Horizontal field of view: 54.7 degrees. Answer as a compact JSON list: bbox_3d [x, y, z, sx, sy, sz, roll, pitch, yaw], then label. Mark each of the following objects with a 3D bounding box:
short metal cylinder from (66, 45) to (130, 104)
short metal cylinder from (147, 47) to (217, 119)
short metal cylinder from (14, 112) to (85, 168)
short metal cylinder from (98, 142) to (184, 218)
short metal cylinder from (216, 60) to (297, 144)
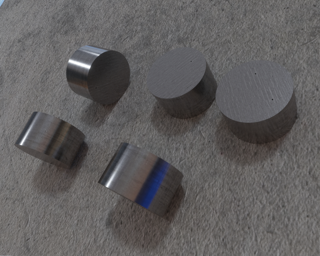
[{"bbox_3d":[-0.092,-0.080,0.466,0.050,0.080,0.080,22,74,36],"label":"short metal cylinder"},{"bbox_3d":[0.030,-0.059,0.408,0.080,0.050,0.080,-13,56,21],"label":"short metal cylinder"},{"bbox_3d":[-0.154,0.019,0.438,0.080,0.080,0.050,9,66,32],"label":"short metal cylinder"},{"bbox_3d":[-0.021,0.058,0.344,0.080,0.080,0.050,18,71,35],"label":"short metal cylinder"},{"bbox_3d":[0.109,-0.029,0.348,0.080,0.050,0.080,-13,56,21],"label":"short metal cylinder"}]
